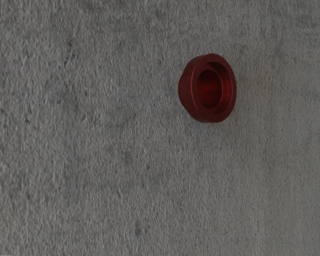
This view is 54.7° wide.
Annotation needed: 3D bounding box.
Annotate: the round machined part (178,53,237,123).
[{"bbox_3d":[0.065,-0.056,0.450,0.099,0.042,0.097,0,90,-40],"label":"round machined part"}]
